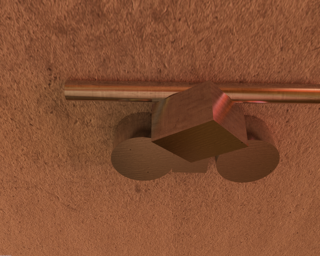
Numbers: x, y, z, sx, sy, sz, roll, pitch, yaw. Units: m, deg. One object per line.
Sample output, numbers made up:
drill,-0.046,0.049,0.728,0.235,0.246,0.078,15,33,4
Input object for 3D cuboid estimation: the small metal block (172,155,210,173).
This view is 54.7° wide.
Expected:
small metal block,0.043,0.038,0.442,0.050,0.025,0.050,1,130,-2

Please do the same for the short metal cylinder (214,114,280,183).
short metal cylinder,0.113,0.028,0.417,0.081,0.050,0.079,0,130,0

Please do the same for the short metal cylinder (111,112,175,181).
short metal cylinder,-0.022,0.025,0.413,0.081,0.050,0.079,0,130,0

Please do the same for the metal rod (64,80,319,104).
metal rod,0.041,-0.043,0.372,0.302,0.025,0.025,1,130,-1

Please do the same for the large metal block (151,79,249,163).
large metal block,0.047,-0.003,0.367,0.080,0.050,0.080,-21,145,33
